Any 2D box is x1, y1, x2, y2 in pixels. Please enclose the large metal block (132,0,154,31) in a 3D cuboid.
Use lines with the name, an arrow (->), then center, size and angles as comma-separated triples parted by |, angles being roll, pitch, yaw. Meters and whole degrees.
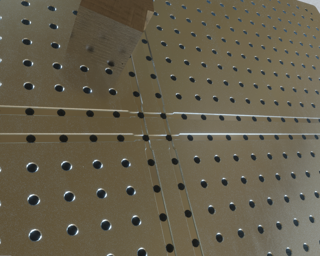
large metal block -> -0.059, -0.201, 0.484 | 0.081, 0.050, 0.080 | 8, 58, -25

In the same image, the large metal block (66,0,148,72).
large metal block -> -0.072, -0.132, 0.416 | 0.081, 0.080, 0.050 | 19, 55, -18
